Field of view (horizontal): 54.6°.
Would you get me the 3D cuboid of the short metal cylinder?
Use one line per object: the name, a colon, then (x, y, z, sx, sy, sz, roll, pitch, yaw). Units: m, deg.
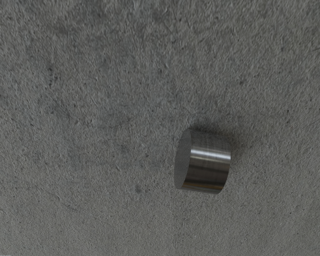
short metal cylinder: (0.053, 0.044, 0.409, 0.050, 0.080, 0.079, 10, 129, -9)
